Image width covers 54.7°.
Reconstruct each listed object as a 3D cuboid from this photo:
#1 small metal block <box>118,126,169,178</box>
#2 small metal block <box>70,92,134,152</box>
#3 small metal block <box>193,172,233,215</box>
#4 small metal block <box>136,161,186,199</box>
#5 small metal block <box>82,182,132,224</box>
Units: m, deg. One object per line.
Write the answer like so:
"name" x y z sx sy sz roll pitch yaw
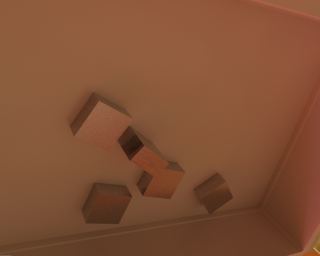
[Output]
"small metal block" -0.022 0.030 0.399 0.025 0.050 0.050 -47 129 4
"small metal block" -0.069 -0.006 0.367 0.050 0.025 0.050 29 102 -38
"small metal block" 0.092 0.112 0.528 0.050 0.025 0.050 -34 129 -6
"small metal block" 0.001 0.075 0.456 0.050 0.025 0.050 16 110 -35
"small metal block" -0.074 0.106 0.434 0.050 0.025 0.050 14 111 -34
